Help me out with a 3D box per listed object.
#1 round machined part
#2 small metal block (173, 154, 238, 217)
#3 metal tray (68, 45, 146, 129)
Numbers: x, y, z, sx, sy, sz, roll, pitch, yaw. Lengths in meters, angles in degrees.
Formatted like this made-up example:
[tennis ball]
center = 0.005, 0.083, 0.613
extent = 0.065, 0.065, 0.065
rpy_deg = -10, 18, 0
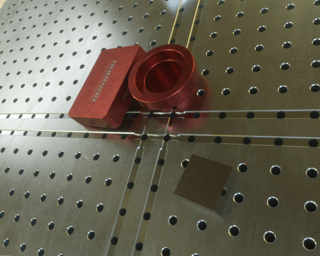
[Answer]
[round machined part]
center = 0.008, -0.066, 0.434
extent = 0.098, 0.042, 0.098
rpy_deg = -13, 56, 21
[small metal block]
center = 0.051, 0.062, 0.343
extent = 0.050, 0.025, 0.050
rpy_deg = 16, 70, 34
[metal tray]
center = -0.077, -0.065, 0.477
extent = 0.090, 0.030, 0.130
rpy_deg = 5, 64, 39
